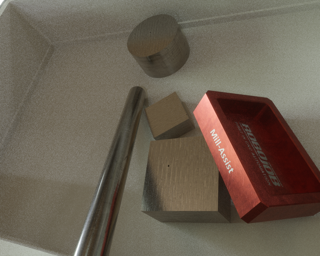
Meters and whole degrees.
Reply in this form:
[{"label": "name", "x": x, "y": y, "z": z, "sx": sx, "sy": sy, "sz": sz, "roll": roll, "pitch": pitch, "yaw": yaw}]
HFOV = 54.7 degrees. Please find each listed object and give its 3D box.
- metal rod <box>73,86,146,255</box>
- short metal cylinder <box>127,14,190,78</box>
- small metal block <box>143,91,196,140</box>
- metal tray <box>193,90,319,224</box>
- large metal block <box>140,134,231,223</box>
[{"label": "metal rod", "x": -0.042, "y": 0.028, "z": 0.327, "sx": 0.025, "sy": 0.025, "sz": 0.300, "roll": -21, "pitch": 28, "yaw": 16}, {"label": "short metal cylinder", "x": -0.002, "y": -0.122, "z": 0.464, "sx": 0.080, "sy": 0.050, "sz": 0.080, "roll": -13, "pitch": 56, "yaw": 20}, {"label": "small metal block", "x": 0.011, "y": -0.012, "z": 0.406, "sx": 0.050, "sy": 0.025, "sz": 0.050, "roll": -29, "pitch": 52, "yaw": 9}, {"label": "metal tray", "x": 0.096, "y": 0.022, "z": 0.301, "sx": 0.030, "sy": 0.091, "sz": 0.130, "roll": -60, "pitch": 37, "yaw": 41}, {"label": "large metal block", "x": 0.031, "y": 0.057, "z": 0.337, "sx": 0.080, "sy": 0.050, "sz": 0.080, "roll": -7, "pitch": 59, "yaw": 24}]
